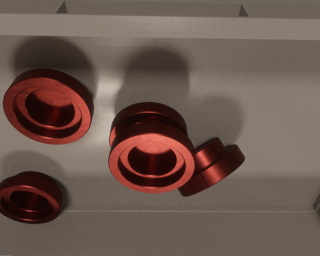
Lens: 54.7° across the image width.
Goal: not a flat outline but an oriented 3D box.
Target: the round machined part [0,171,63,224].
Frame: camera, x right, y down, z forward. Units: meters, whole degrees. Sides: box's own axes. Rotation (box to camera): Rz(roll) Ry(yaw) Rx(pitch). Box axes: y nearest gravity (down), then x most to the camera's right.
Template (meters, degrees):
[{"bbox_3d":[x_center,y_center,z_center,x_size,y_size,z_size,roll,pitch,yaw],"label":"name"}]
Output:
[{"bbox_3d":[-0.201,0.105,0.484,0.099,0.042,0.097,-1,130,0],"label":"round machined part"}]

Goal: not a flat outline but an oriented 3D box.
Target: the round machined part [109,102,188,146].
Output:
[{"bbox_3d":[-0.014,0.005,0.402,0.099,0.042,0.097,0,130,0],"label":"round machined part"}]

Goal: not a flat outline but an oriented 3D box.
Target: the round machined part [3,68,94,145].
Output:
[{"bbox_3d":[-0.129,-0.029,0.371,0.099,0.042,0.097,-1,130,0],"label":"round machined part"}]

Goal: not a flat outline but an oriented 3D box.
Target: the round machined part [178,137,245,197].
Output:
[{"bbox_3d":[0.060,0.047,0.415,0.098,0.098,0.042,-33,87,25],"label":"round machined part"}]

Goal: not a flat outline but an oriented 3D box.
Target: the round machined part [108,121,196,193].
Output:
[{"bbox_3d":[-0.008,0.030,0.367,0.099,0.042,0.097,1,129,1],"label":"round machined part"}]
